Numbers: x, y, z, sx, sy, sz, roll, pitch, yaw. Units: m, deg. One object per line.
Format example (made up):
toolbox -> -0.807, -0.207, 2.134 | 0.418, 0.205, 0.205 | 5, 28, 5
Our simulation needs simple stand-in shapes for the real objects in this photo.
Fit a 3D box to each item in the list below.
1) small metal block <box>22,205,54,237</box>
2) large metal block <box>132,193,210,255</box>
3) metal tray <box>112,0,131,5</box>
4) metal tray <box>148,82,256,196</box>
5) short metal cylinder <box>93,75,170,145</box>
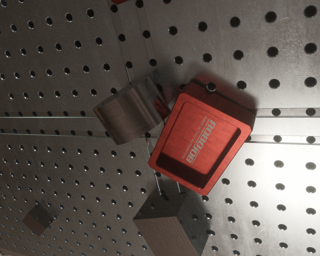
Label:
small metal block -> -0.266, 0.202, 0.673 | 0.050, 0.025, 0.050 | 42, 129, -1
large metal block -> 0.019, 0.152, 0.478 | 0.080, 0.050, 0.080 | -16, 110, 34
metal tray -> -0.029, -0.200, 0.299 | 0.090, 0.030, 0.129 | -9, 114, 32
metal tray -> 0.047, 0.018, 0.389 | 0.090, 0.030, 0.129 | 28, 128, 5
short metal cylinder -> -0.034, -0.023, 0.378 | 0.080, 0.080, 0.050 | -21, 107, 35
